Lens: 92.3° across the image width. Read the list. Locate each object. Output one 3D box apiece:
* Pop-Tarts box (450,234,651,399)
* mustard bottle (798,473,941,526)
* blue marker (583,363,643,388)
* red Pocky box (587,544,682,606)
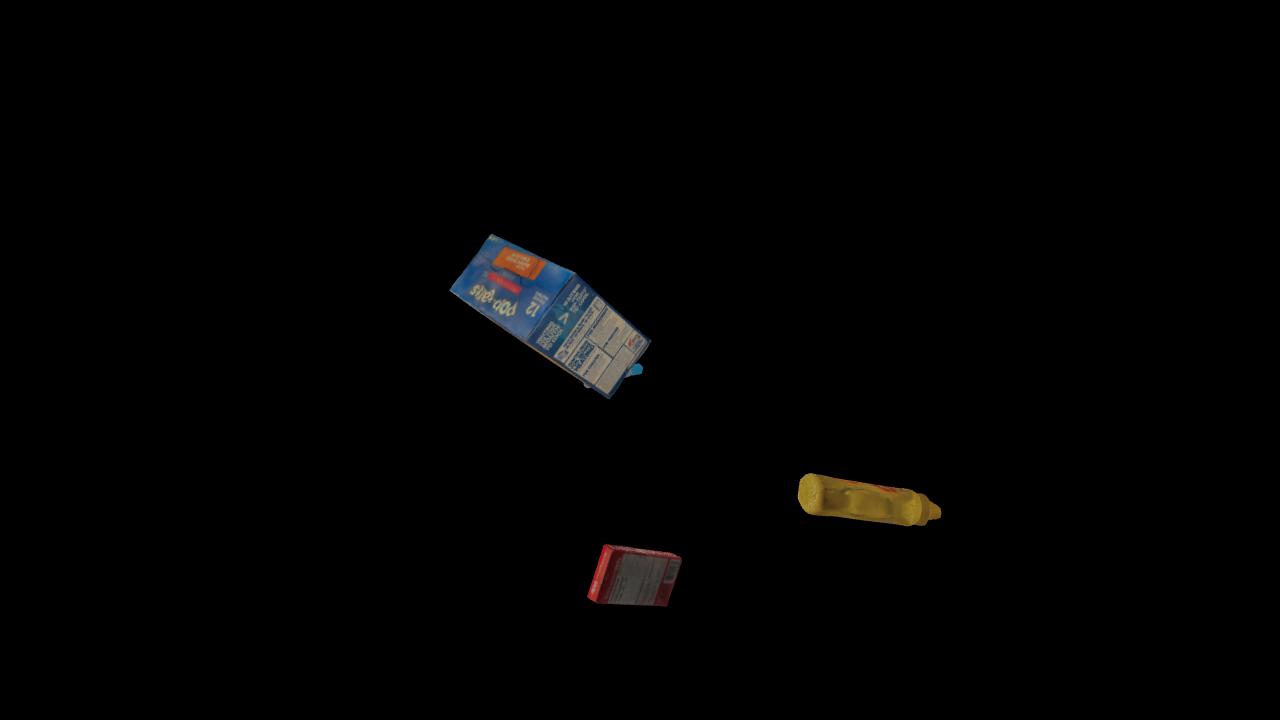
[{"bbox_3d":[-0.097,-0.049,0.668,0.167,0.083,0.141,29,-7,43],"label":"Pop-Tarts box"},{"bbox_3d":[0.313,0.192,0.824,0.184,0.054,0.092,9,-10,-4],"label":"mustard bottle"},{"bbox_3d":[-0.040,0.024,0.991,0.020,0.020,0.121,0,10,45],"label":"blue marker"},{"bbox_3d":[-0.005,0.332,0.944,0.155,0.083,0.028,23,-5,-40],"label":"red Pocky box"}]
